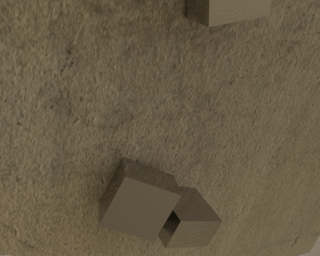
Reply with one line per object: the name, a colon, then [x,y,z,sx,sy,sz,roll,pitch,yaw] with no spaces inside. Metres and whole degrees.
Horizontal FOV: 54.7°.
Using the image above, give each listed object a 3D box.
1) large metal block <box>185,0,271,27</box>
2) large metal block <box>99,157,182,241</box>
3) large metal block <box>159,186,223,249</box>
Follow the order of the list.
large metal block: [0.074,-0.161,0.333,0.081,0.050,0.079,-17,125,-19]
large metal block: [-0.030,0.097,0.423,0.080,0.050,0.080,23,107,-19]
large metal block: [0.033,0.134,0.474,0.081,0.080,0.050,12,112,-34]
